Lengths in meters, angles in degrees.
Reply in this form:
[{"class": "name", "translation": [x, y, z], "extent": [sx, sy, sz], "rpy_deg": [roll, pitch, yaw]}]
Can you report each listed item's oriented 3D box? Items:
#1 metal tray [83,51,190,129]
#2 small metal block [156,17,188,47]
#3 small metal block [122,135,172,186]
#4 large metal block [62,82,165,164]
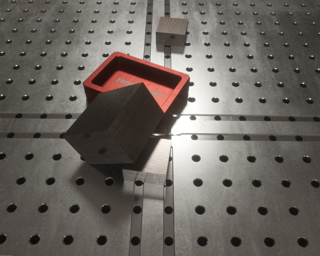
[{"class": "metal tray", "translation": [-0.033, -0.060, 0.453], "extent": [0.130, 0.030, 0.090], "rpy_deg": [22, 53, 17]}, {"class": "small metal block", "translation": [0.022, -0.172, 0.553], "extent": [0.050, 0.025, 0.050], "rpy_deg": [8, 50, 6]}, {"class": "small metal block", "translation": [-0.014, 0.039, 0.375], "extent": [0.050, 0.025, 0.050], "rpy_deg": [7, 50, 5]}, {"class": "large metal block", "translation": [-0.054, -0.004, 0.370], "extent": [0.080, 0.050, 0.080], "rpy_deg": [-7, 40, 40]}]
